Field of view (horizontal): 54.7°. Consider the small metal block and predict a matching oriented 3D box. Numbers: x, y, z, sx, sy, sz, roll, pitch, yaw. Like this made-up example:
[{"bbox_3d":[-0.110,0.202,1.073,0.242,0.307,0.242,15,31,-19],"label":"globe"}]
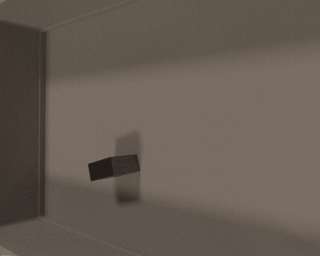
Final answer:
[{"bbox_3d":[-0.065,0.057,0.442,0.050,0.050,0.025,-19,78,38],"label":"small metal block"}]
